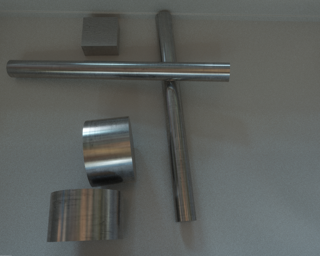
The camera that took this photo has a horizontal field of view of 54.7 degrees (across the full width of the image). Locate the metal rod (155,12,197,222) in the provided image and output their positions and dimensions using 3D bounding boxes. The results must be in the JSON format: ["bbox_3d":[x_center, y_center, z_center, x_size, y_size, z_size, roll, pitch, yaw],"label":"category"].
[{"bbox_3d":[0.018,-0.029,0.420,0.025,0.025,0.299,-5,70,-2],"label":"metal rod"}]

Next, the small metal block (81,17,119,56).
[{"bbox_3d":[-0.087,-0.135,0.458,0.050,0.025,0.050,-1,70,-1],"label":"small metal block"}]

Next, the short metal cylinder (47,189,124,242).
[{"bbox_3d":[-0.081,0.099,0.343,0.081,0.080,0.050,-2,70,-1],"label":"short metal cylinder"}]

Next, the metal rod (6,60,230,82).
[{"bbox_3d":[-0.060,-0.078,0.418,0.302,0.025,0.025,2,70,7],"label":"metal rod"}]

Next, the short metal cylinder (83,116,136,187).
[{"bbox_3d":[-0.058,0.028,0.370,0.050,0.080,0.080,-6,70,-3],"label":"short metal cylinder"}]
